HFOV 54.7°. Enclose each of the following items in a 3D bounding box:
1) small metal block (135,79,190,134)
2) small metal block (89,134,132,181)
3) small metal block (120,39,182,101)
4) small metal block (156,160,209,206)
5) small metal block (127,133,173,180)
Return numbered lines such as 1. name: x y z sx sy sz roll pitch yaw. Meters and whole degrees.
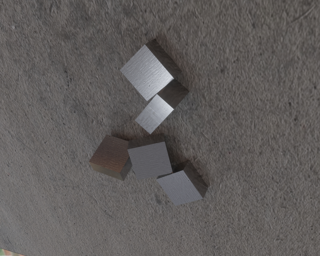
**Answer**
1. small metal block: 0.003 -0.027 0.373 0.025 0.050 0.050 43 129 -1
2. small metal block: -0.065 0.042 0.447 0.050 0.050 0.025 17 148 19
3. small metal block: -0.011 -0.069 0.370 0.050 0.025 0.050 49 129 -7
4. small metal block: 0.032 0.078 0.439 0.050 0.025 0.050 -26 105 37
5. small metal block: -0.013 0.039 0.426 0.050 0.025 0.050 -12 115 5
